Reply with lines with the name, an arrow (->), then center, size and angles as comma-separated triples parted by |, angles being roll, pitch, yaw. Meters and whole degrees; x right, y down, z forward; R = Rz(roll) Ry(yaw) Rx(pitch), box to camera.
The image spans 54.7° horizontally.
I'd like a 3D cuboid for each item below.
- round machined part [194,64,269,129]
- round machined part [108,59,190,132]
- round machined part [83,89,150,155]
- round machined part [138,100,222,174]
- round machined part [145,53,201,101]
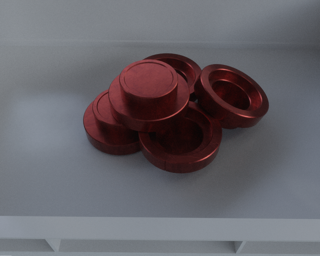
round machined part -> 0.089, -0.037, 0.410 | 0.099, 0.042, 0.098 | 14, 45, -15
round machined part -> -0.013, -0.046, 0.374 | 0.099, 0.042, 0.098 | 0, 50, 0
round machined part -> -0.050, -0.016, 0.403 | 0.099, 0.042, 0.098 | 0, 50, 0
round machined part -> 0.024, 0.014, 0.380 | 0.099, 0.042, 0.098 | 0, 50, 0
round machined part -> 0.011, -0.060, 0.443 | 0.099, 0.042, 0.098 | 0, 50, 0
